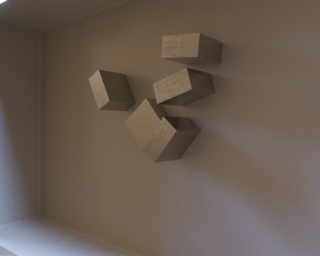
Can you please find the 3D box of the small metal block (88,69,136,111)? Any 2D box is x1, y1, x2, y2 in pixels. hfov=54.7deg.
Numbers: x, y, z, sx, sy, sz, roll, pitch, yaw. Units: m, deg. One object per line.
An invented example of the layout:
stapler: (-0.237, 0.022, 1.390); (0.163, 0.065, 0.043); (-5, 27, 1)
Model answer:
small metal block: (-0.068, -0.053, 0.444); (0.025, 0.050, 0.050); (-33, 70, 35)

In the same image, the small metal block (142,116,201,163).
small metal block: (0.015, 0.014, 0.377); (0.025, 0.050, 0.050); (48, 118, 29)

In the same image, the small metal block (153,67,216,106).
small metal block: (0.029, -0.047, 0.365); (0.050, 0.050, 0.025); (-20, 78, 38)

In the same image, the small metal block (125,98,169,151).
small metal block: (-0.013, -0.004, 0.416); (0.050, 0.025, 0.050); (-46, 63, 30)

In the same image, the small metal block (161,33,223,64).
small metal block: (0.037, -0.090, 0.358); (0.050, 0.050, 0.025); (9, 96, 39)
